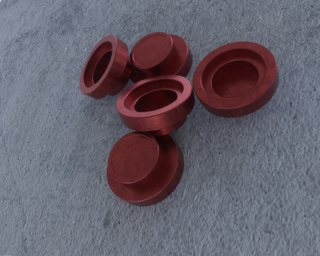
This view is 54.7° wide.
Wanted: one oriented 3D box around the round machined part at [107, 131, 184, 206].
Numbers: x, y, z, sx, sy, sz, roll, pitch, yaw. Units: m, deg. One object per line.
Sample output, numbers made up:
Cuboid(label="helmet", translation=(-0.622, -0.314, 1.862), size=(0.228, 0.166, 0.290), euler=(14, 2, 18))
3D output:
Cuboid(label="round machined part", translation=(-0.024, 0.042, 0.379), size=(0.098, 0.042, 0.098), euler=(-13, 56, 20))

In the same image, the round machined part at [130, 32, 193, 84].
Cuboid(label="round machined part", translation=(-0.005, -0.103, 0.458), size=(0.098, 0.042, 0.098), euler=(-13, 56, 20))

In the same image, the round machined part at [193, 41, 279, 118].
Cuboid(label="round machined part", translation=(0.093, -0.054, 0.378), size=(0.098, 0.042, 0.098), euler=(-13, 56, 20))

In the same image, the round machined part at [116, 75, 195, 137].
Cuboid(label="round machined part", translation=(-0.003, -0.026, 0.397), size=(0.098, 0.042, 0.098), euler=(-12, 35, 9))

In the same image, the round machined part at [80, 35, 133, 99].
Cuboid(label="round machined part", translation=(-0.078, -0.088, 0.474), size=(0.098, 0.042, 0.098), euler=(-27, 51, 39))
